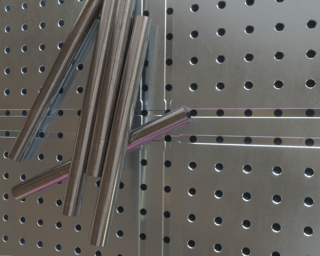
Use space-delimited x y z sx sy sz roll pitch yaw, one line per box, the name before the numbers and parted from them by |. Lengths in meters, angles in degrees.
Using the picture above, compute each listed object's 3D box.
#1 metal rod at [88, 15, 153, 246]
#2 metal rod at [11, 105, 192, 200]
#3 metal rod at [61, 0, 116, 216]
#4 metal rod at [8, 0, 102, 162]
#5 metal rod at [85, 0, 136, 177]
metal rod | -0.050 -0.001 0.404 0.025 0.025 0.298 9 84 19
metal rod | -0.094 0.042 0.444 0.300 0.025 0.025 -25 82 17
metal rod | -0.094 -0.031 0.426 0.025 0.025 0.298 9 86 19
metal rod | -0.153 -0.080 0.464 0.025 0.025 0.299 34 101 16
metal rod | -0.061 -0.084 0.417 0.025 0.025 0.298 9 87 19
